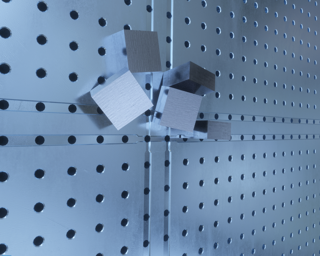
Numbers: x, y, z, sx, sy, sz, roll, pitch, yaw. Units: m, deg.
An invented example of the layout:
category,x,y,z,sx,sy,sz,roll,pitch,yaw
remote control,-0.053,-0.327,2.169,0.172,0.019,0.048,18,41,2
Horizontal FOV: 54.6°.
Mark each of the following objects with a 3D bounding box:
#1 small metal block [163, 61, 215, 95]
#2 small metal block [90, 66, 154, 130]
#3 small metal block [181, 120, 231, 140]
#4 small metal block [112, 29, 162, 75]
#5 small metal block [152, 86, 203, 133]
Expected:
category,x,y,z,sx,sy,sz,roll,pitch,yaw
small metal block,0.039,-0.063,0.422,0.050,0.050,0.025,18,69,-39
small metal block,-0.044,-0.034,0.357,0.050,0.025,0.050,-35,116,-1
small metal block,0.066,0.003,0.447,0.050,0.050,0.025,4,88,-40
small metal block,-0.028,-0.093,0.385,0.050,0.025,0.050,-11,97,-39
small metal block,0.023,-0.025,0.413,0.050,0.025,0.050,13,95,-25
